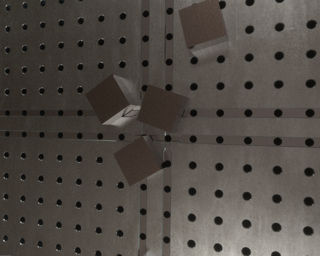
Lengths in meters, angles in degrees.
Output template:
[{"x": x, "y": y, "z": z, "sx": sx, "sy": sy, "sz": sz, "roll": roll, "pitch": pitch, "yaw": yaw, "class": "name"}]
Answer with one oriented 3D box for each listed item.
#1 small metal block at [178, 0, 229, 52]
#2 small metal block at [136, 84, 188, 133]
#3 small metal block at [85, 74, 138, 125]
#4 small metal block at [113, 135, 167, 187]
[{"x": 0.056, "y": -0.130, "z": 0.392, "sx": 0.050, "sy": 0.025, "sz": 0.050, "roll": -14, "pitch": 86, "yaw": 19, "class": "small metal block"}, {"x": 0.003, "y": -0.025, "z": 0.411, "sx": 0.050, "sy": 0.025, "sz": 0.050, "roll": 21, "pitch": 97, "yaw": 18, "class": "small metal block"}, {"x": -0.068, "y": -0.039, "z": 0.436, "sx": 0.050, "sy": 0.025, "sz": 0.050, "roll": -34, "pitch": 80, "yaw": 16, "class": "small metal block"}, {"x": -0.027, "y": 0.044, "z": 0.421, "sx": 0.050, "sy": 0.025, "sz": 0.050, "roll": -31, "pitch": 80, "yaw": 17, "class": "small metal block"}]
